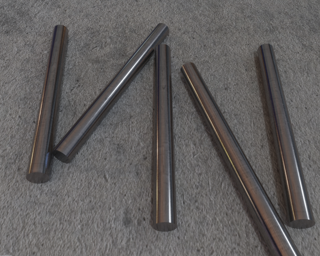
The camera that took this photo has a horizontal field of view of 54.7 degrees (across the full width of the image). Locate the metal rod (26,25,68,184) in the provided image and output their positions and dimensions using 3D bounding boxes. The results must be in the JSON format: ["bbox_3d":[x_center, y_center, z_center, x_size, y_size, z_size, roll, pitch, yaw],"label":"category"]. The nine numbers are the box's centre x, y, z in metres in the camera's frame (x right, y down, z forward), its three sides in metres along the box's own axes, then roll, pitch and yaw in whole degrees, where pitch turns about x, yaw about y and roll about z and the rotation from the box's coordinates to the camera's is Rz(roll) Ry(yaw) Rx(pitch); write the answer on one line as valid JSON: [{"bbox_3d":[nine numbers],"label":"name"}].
[{"bbox_3d":[-0.157,-0.057,0.449,0.025,0.025,0.300,-5,50,-4],"label":"metal rod"}]

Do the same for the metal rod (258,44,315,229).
[{"bbox_3d":[0.160,-0.015,0.416,0.025,0.025,0.300,4,50,3],"label":"metal rod"}]

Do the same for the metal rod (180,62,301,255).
[{"bbox_3d":[0.084,0.019,0.387,0.025,0.025,0.300,-12,51,-10],"label":"metal rod"}]

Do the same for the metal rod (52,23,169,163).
[{"bbox_3d":[-0.057,-0.070,0.461,0.025,0.025,0.301,19,52,15],"label":"metal rod"}]

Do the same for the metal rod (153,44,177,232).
[{"bbox_3d":[0.005,-0.013,0.414,0.025,0.025,0.300,0,50,0],"label":"metal rod"}]
